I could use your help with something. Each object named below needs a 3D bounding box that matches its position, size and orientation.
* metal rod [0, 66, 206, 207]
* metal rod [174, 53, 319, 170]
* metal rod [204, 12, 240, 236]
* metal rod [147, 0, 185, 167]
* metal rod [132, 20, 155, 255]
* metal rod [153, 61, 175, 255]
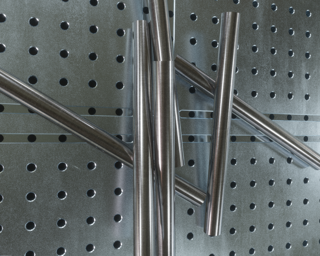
[{"bbox_3d":[-0.064,0.020,0.388,0.301,0.025,0.025,33,79,-17],"label":"metal rod"},{"bbox_3d":[0.139,-0.016,0.463,0.301,0.025,0.025,31,80,-17],"label":"metal rod"},{"bbox_3d":[0.083,0.000,0.422,0.025,0.025,0.298,1,98,-20],"label":"metal rod"},{"bbox_3d":[0.004,-0.097,0.396,0.025,0.025,0.298,-9,98,-20],"label":"metal rod"},{"bbox_3d":[-0.021,0.013,0.381,0.025,0.025,0.299,2,81,-20],"label":"metal rod"},{"bbox_3d":[0.006,0.069,0.388,0.025,0.025,0.298,-5,102,-20],"label":"metal rod"}]
